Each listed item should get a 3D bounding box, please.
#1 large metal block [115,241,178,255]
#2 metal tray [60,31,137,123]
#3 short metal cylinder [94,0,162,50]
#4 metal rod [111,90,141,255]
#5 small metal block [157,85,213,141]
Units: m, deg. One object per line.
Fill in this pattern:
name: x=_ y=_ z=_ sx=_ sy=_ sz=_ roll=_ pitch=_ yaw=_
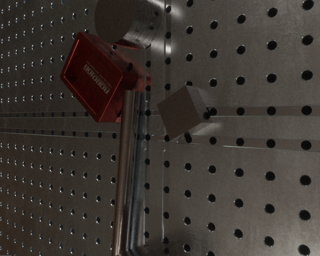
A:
large metal block: x=-0.030 y=0.187 z=0.396 sx=0.080 sy=0.081 sz=0.050 roll=-26 pitch=74 yaw=37
metal tray: x=-0.101 y=-0.080 z=0.486 sx=0.130 sy=0.030 sz=0.089 roll=46 pitch=117 yaw=30
short metal cylinder: x=-0.045 y=-0.152 z=0.428 sx=0.080 sy=0.050 sz=0.079 roll=0 pitch=90 yaw=39
metal rod: x=-0.052 y=0.095 z=0.449 sx=0.025 sy=0.025 sz=0.298 roll=8 pitch=95 yaw=39
small metal block: x=0.030 y=-0.018 z=0.383 sx=0.050 sy=0.025 sz=0.050 roll=-32 pitch=70 yaw=35
